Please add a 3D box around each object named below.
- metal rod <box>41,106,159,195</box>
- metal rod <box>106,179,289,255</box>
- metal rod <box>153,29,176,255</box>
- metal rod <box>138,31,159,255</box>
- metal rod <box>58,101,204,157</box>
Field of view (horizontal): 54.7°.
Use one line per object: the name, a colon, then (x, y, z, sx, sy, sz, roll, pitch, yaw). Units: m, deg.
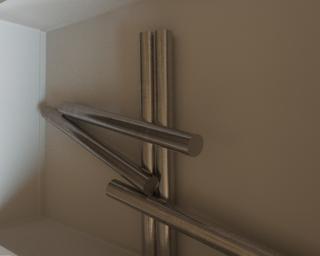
metal rod: (-0.110, 0.020, 0.477, 0.300, 0.025, 0.025, 27, 107, 42)
metal rod: (0.058, 0.116, 0.333, 0.300, 0.025, 0.025, 16, 100, 33)
metal rod: (0.006, 0.026, 0.396, 0.025, 0.025, 0.298, -1, 89, 39)
metal rod: (-0.014, 0.023, 0.412, 0.025, 0.025, 0.298, -2, 89, 39)
metal rod: (-0.064, -0.008, 0.430, 0.300, 0.025, 0.025, 15, 99, 46)
